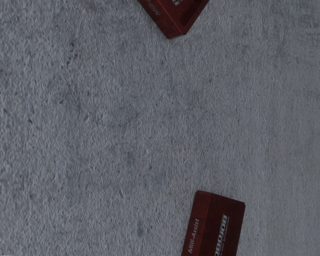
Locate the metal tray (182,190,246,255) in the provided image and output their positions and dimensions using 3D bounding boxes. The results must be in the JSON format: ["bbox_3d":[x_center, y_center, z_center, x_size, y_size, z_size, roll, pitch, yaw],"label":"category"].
[{"bbox_3d":[0.081,0.168,0.469,0.090,0.030,0.130,24,75,-38],"label":"metal tray"}]

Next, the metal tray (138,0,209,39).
[{"bbox_3d":[0.006,-0.195,0.405,0.130,0.030,0.090,46,63,-30],"label":"metal tray"}]
